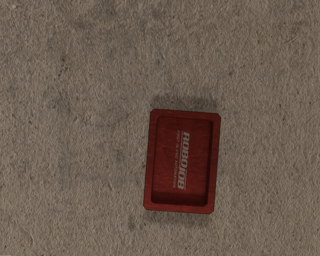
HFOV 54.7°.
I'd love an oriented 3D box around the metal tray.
[{"bbox_3d":[0.028,0.043,0.407,0.091,0.030,0.129,4,90,-1],"label":"metal tray"}]
